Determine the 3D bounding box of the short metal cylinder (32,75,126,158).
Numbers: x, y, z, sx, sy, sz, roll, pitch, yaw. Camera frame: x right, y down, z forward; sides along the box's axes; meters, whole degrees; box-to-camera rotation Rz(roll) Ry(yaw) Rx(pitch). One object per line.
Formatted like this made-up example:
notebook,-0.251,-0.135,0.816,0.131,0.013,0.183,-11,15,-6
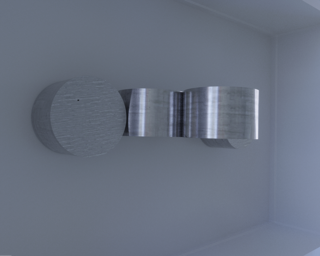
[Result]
short metal cylinder,-0.082,-0.011,0.319,0.081,0.050,0.080,0,90,-40

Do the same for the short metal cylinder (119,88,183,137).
short metal cylinder,-0.010,-0.015,0.360,0.081,0.080,0.050,2,89,-40

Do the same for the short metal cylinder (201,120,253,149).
short metal cylinder,0.103,-0.009,0.475,0.081,0.050,0.080,0,90,-40

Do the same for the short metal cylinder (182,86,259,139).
short metal cylinder,0.065,-0.014,0.333,0.081,0.080,0.050,2,89,-40

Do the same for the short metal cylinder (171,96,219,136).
short metal cylinder,0.052,-0.013,0.411,0.081,0.080,0.050,2,89,-40
